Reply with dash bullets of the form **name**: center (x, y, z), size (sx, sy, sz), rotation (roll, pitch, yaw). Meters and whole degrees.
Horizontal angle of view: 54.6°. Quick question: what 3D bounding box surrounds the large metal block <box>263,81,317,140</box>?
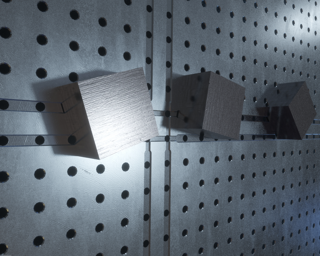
- **large metal block**: center (0.255, -0.034, 0.605), size (0.080, 0.050, 0.080), rotation (-47, 118, -30)

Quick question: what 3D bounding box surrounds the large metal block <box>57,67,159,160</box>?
- **large metal block**: center (-0.056, -0.018, 0.345), size (0.081, 0.050, 0.080), rotation (-22, 104, -38)

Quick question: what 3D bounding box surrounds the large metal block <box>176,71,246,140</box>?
- **large metal block**: center (0.076, -0.030, 0.455), size (0.080, 0.050, 0.080), rotation (16, 80, -39)
